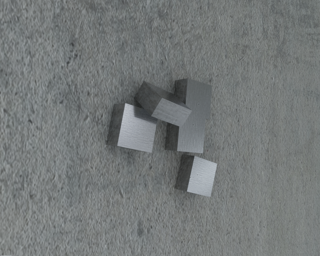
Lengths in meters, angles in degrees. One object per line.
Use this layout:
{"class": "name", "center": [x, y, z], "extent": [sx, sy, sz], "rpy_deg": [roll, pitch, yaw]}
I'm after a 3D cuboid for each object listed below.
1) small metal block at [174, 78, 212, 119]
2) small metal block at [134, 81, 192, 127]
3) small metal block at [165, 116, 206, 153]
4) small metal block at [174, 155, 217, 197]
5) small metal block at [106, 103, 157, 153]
{"class": "small metal block", "center": [0.047, -0.040, 0.443], "extent": [0.050, 0.025, 0.050], "rpy_deg": [9, 85, -40]}
{"class": "small metal block", "center": [0.003, -0.030, 0.387], "extent": [0.050, 0.050, 0.025], "rpy_deg": [19, 109, -38]}
{"class": "small metal block", "center": [0.036, 0.008, 0.434], "extent": [0.050, 0.025, 0.050], "rpy_deg": [9, 85, -40]}
{"class": "small metal block", "center": [0.053, 0.069, 0.449], "extent": [0.050, 0.025, 0.050], "rpy_deg": [22, 76, -38]}
{"class": "small metal block", "center": [-0.033, 0.001, 0.377], "extent": [0.050, 0.025, 0.050], "rpy_deg": [16, 80, -39]}
